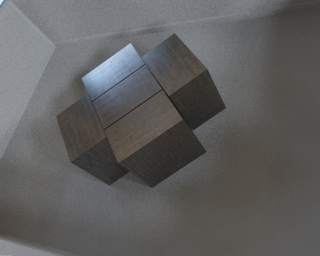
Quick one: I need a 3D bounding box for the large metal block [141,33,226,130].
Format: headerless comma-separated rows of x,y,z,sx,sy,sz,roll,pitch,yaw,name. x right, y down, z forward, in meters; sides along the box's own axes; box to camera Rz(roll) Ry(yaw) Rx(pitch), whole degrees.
0.030,-0.057,0.387,0.050,0.080,0.080,-35,52,5,large metal block

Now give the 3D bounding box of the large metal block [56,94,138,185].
-0.079,0.016,0.399,0.050,0.080,0.080,-35,52,5,large metal block

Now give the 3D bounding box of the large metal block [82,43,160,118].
-0.044,-0.053,0.423,0.080,0.080,0.050,-35,52,5,large metal block

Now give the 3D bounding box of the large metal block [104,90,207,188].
-0.003,0.016,0.361,0.080,0.080,0.050,-35,52,5,large metal block

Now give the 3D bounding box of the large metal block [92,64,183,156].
-0.024,-0.019,0.392,0.080,0.080,0.050,-35,52,5,large metal block
